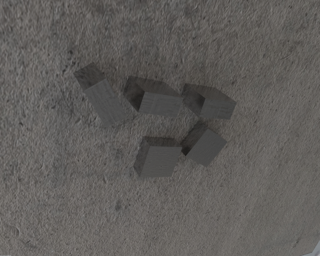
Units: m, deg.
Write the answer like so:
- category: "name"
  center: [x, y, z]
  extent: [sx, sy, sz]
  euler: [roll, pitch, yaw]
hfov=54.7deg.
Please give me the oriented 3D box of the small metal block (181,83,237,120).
- category: "small metal block"
  center: [0.062, -0.035, 0.403]
  extent: [0.050, 0.050, 0.025]
  euler: [4, 117, -30]

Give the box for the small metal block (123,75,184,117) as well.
- category: "small metal block"
  center: [-0.009, -0.037, 0.363]
  extent: [0.050, 0.050, 0.025]
  euler: [6, 116, -31]

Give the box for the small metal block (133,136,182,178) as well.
- category: "small metal block"
  center: [-0.003, 0.041, 0.430]
  extent: [0.050, 0.025, 0.050]
  euler: [4, 116, -31]

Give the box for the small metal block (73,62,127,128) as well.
- category: "small metal block"
  center: [-0.065, -0.036, 0.333]
  extent: [0.025, 0.050, 0.050]
  euler: [-31, 129, -8]

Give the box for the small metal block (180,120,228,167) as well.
- category: "small metal block"
  center: [0.063, 0.024, 0.456]
  extent: [0.050, 0.025, 0.050]
  euler: [30, 101, -38]
